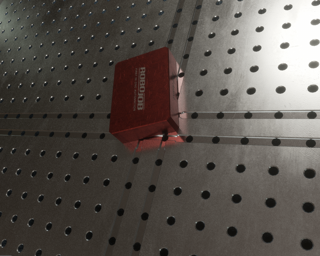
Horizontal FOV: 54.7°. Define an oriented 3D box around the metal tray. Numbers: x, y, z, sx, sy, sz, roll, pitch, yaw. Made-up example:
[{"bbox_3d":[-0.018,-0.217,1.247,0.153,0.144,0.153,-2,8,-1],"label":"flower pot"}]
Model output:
[{"bbox_3d":[-0.022,-0.049,0.446,0.090,0.030,0.130,-13,56,20],"label":"metal tray"}]
